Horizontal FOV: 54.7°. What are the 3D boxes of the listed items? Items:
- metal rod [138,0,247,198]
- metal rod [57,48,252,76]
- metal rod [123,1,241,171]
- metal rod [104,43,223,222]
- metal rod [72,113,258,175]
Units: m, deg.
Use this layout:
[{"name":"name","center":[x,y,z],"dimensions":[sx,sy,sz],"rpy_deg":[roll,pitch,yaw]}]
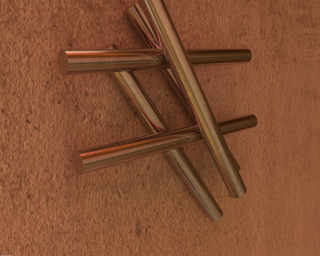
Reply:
[{"name":"metal rod","center":[0.046,-0.032,0.382],"dimensions":[0.025,0.025,0.299],"rpy_deg":[-42,116,-32]},{"name":"metal rod","center":[0.020,-0.088,0.393],"dimensions":[0.302,0.025,0.025],"rpy_deg":[-13,98,-40]},{"name":"metal rod","center":[0.043,-0.040,0.444],"dimensions":[0.025,0.025,0.299],"rpy_deg":[-51,120,-28]},{"name":"metal rod","center":[0.012,0.022,0.418],"dimensions":[0.025,0.025,0.299],"rpy_deg":[-49,119,-29]},{"name":"metal rod","center":[0.032,0.012,0.403],"dimensions":[0.302,0.025,0.025],"rpy_deg":[-11,98,-40]}]
